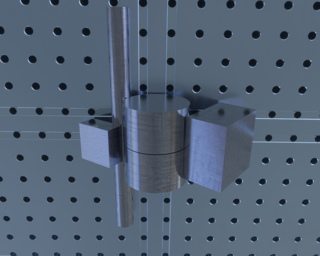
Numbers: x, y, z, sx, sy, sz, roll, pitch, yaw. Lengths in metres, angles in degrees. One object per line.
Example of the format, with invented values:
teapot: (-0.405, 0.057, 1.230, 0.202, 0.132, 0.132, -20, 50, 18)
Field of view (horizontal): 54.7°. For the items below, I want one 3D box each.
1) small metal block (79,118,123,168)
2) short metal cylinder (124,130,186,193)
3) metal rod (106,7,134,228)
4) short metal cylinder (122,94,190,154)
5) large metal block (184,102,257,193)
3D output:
small metal block: (-0.077, 0.019, 0.403, 0.050, 0.025, 0.050, 13, 113, 32)
short metal cylinder: (-0.005, 0.040, 0.394, 0.081, 0.080, 0.050, 1, 110, -1)
metal rod: (-0.050, 0.000, 0.408, 0.025, 0.025, 0.298, 0, 110, 0)
short metal cylinder: (-0.005, -0.007, 0.377, 0.081, 0.080, 0.050, 1, 110, -1)
large metal block: (0.074, 0.020, 0.380, 0.050, 0.081, 0.079, 16, 115, 35)
